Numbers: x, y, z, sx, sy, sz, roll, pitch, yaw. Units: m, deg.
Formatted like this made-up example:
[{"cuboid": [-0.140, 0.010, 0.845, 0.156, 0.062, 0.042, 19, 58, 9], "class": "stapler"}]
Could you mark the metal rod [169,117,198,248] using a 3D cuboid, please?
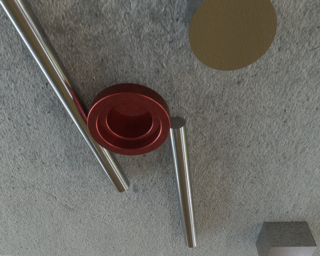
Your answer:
[{"cuboid": [0.040, 0.105, 0.497, 0.025, 0.025, 0.298, -6, 130, 4], "class": "metal rod"}]

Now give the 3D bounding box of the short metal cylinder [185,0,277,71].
[{"cuboid": [0.066, -0.104, 0.304, 0.081, 0.050, 0.079, 0, 130, 0], "class": "short metal cylinder"}]

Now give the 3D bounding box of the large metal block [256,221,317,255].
[{"cuboid": [0.234, 0.221, 0.583, 0.081, 0.050, 0.079, -1, 130, 0], "class": "large metal block"}]

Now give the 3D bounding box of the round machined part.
[{"cuboid": [-0.037, -0.015, 0.383, 0.099, 0.042, 0.097, -1, 130, 0], "class": "round machined part"}]

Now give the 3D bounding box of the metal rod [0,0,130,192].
[{"cuboid": [-0.101, -0.019, 0.389, 0.025, 0.025, 0.299, -13, 129, 10], "class": "metal rod"}]
